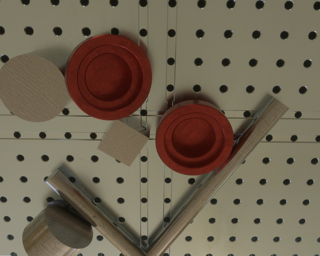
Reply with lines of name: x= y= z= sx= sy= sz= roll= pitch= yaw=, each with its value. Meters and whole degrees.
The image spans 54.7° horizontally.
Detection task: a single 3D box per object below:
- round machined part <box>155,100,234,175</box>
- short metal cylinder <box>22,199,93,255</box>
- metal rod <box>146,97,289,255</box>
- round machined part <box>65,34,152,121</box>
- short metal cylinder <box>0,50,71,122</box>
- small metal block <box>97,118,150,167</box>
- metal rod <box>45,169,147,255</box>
round machined part: x=0.043 y=0.010 z=0.408 sx=0.099 sy=0.042 sz=0.097 roll=0 pitch=110 yaw=0
short metal cylinder: x=-0.143 y=0.149 z=0.438 sx=0.080 sy=0.080 sz=0.050 roll=42 pitch=105 yaw=-14
metal rod: x=0.073 y=0.082 z=0.444 sx=0.025 sy=0.025 sz=0.299 roll=33 pitch=107 yaw=-12
round machined part: x=-0.063 y=-0.061 z=0.369 sx=0.099 sy=0.042 sz=0.097 roll=-7 pitch=108 yaw=-22
short metal cylinder: x=-0.146 y=-0.053 z=0.379 sx=0.081 sy=0.050 sz=0.079 roll=0 pitch=110 yaw=0
small metal block: x=-0.049 y=0.016 z=0.419 sx=0.050 sy=0.025 sz=0.050 roll=31 pitch=107 yaw=-11
metal rod: x=-0.058 y=0.176 z=0.477 sx=0.025 sy=0.025 sz=0.300 roll=-37 pitch=106 yaw=12
